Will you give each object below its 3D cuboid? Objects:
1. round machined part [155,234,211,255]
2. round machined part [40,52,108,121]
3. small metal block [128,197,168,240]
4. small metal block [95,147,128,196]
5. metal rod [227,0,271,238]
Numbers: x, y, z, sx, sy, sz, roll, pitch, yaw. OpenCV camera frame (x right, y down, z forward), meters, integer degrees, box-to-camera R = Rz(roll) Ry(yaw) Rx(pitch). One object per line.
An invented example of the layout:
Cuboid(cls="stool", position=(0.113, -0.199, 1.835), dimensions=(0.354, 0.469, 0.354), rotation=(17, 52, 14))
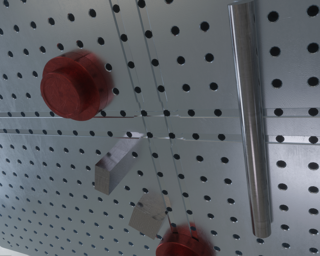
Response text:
Cuboid(cls="round machined part", position=(0.037, 0.230, 0.523), dimensions=(0.098, 0.042, 0.097), rotation=(13, 124, 21))
Cuboid(cls="round machined part", position=(-0.127, -0.052, 0.435), dimensions=(0.098, 0.042, 0.097), rotation=(13, 124, 21))
Cuboid(cls="small metal block", position=(-0.020, 0.151, 0.516), dimensions=(0.050, 0.025, 0.050), rotation=(27, 128, 11))
Cuboid(cls="small metal block", position=(-0.075, 0.066, 0.475), dimensions=(0.025, 0.050, 0.050), rotation=(21, 126, 16))
Cuboid(cls="metal rod", position=(0.108, 0.011, 0.360), dimensions=(0.025, 0.025, 0.298), rotation=(1, 119, 28))
